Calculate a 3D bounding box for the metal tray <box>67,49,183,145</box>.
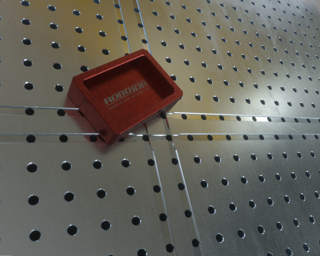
[{"bbox_3d":[-0.042,-0.047,0.412,0.131,0.030,0.090,-34,81,-38],"label":"metal tray"}]
